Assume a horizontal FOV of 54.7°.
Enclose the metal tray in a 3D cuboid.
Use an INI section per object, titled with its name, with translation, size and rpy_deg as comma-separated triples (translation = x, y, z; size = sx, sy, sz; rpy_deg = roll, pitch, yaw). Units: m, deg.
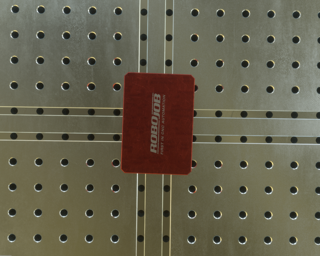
[metal tray]
translation = -0.003, -0.006, 0.410
size = 0.091, 0.030, 0.129
rpy_deg = 2, 90, -1
